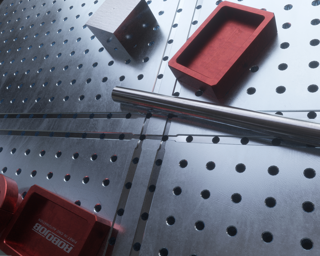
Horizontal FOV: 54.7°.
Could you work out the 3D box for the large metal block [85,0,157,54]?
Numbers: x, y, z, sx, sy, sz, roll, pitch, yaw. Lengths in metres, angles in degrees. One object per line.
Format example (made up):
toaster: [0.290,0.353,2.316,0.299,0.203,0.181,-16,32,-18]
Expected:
large metal block: [-0.068,-0.185,0.540,0.080,0.050,0.080,29,77,37]

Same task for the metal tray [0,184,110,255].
metal tray: [-0.136,0.135,0.391,0.130,0.030,0.090,14,69,33]

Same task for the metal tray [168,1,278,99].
metal tray: [0.085,-0.111,0.427,0.090,0.030,0.130,35,81,38]

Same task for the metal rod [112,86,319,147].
metal rod: [0.057,-0.021,0.390,0.300,0.025,0.025,14,69,33]

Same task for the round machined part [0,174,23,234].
round machined part: [-0.237,0.118,0.442,0.098,0.042,0.098,-18,51,24]
